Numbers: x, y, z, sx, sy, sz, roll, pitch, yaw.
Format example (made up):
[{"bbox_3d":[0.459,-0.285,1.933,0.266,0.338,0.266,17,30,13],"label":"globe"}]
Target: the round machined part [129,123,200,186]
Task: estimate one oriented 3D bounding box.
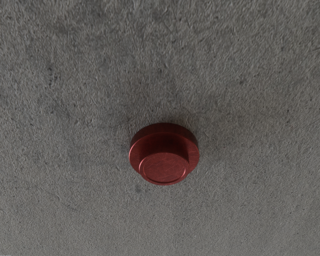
[{"bbox_3d":[0.006,0.043,0.433,0.099,0.042,0.097,0,130,0],"label":"round machined part"}]
